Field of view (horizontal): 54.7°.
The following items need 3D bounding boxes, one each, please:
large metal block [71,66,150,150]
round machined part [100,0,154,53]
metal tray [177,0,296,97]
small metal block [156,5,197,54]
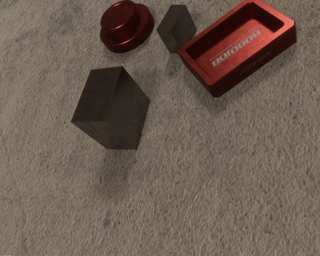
[{"bbox_3d":[-0.061,-0.024,0.414,0.050,0.080,0.080,-1,62,28],"label":"large metal block"},{"bbox_3d":[-0.063,-0.181,0.535,0.098,0.042,0.098,-13,56,20],"label":"round machined part"},{"bbox_3d":[0.100,-0.111,0.415,0.130,0.030,0.090,-36,51,4],"label":"metal tray"},{"bbox_3d":[0.026,-0.147,0.463,0.025,0.050,0.050,16,70,34],"label":"small metal block"}]
